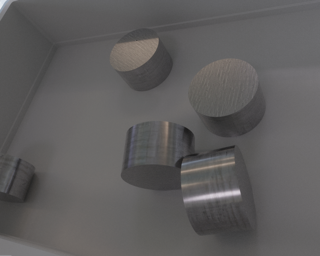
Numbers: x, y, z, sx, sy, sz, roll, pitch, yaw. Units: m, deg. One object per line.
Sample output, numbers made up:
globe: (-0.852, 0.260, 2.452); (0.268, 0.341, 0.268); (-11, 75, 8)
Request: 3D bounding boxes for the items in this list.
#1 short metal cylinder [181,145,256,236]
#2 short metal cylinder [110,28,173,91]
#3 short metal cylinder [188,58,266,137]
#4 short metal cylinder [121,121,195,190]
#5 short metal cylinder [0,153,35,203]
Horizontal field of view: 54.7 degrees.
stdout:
short metal cylinder: (0.059, 0.061, 0.302); (0.050, 0.080, 0.080); (-14, 56, 20)
short metal cylinder: (-0.028, -0.102, 0.467); (0.080, 0.050, 0.080); (-13, 56, 21)
short metal cylinder: (0.080, -0.035, 0.369); (0.080, 0.050, 0.080); (-13, 56, 21)
short metal cylinder: (-0.001, 0.034, 0.350); (0.080, 0.080, 0.050); (-10, 58, 23)
short metal cylinder: (-0.230, 0.072, 0.447); (0.080, 0.080, 0.050); (-4, 60, 26)
